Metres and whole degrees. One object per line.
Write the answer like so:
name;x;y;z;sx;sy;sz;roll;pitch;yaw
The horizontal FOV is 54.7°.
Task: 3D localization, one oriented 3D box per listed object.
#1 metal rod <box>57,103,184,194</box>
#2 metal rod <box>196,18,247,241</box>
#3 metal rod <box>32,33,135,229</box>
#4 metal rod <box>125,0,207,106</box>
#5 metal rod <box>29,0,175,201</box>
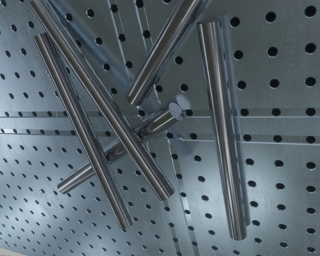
metal rod;-0.078;0.044;0.477;0.299;0.025;0.025;-33;100;38
metal rod;0.081;0.021;0.380;0.025;0.025;0.298;1;119;27
metal rod;-0.105;0.012;0.445;0.025;0.025;0.299;-15;103;33
metal rod;0.034;-0.132;0.310;0.025;0.025;0.298;38;129;2
metal rod;-0.072;-0.035;0.402;0.025;0.025;0.299;-30;95;37
